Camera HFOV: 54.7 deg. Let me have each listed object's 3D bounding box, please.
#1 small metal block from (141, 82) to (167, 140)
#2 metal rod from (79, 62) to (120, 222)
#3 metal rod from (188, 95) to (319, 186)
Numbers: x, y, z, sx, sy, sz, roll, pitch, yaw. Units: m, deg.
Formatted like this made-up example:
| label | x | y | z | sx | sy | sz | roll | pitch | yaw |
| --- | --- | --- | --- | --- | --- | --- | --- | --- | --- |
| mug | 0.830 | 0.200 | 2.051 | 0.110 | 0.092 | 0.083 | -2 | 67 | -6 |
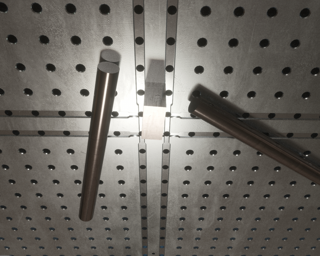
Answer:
| label | x | y | z | sx | sy | sz | roll | pitch | yaw |
| --- | --- | --- | --- | --- | --- | --- | --- | --- | --- |
| small metal block | -0.008 | -0.021 | 0.377 | 0.025 | 0.050 | 0.050 | 4 | 130 | -4 |
| metal rod | -0.093 | 0.041 | 0.445 | 0.025 | 0.025 | 0.298 | 10 | 130 | -9 |
| metal rod | 0.167 | 0.034 | 0.443 | 0.301 | 0.025 | 0.025 | 27 | 125 | -22 |
